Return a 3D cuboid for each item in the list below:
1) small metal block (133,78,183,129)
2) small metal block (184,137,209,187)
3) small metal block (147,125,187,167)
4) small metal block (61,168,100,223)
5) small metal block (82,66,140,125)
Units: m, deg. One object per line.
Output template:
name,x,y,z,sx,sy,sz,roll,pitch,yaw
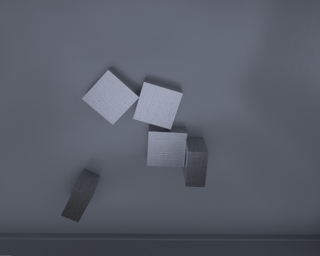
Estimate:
small metal block,-0.003,-0.031,0.400,0.050,0.025,0.050,16,109,-6
small metal block,0.046,0.044,0.415,0.025,0.050,0.050,2,110,-1
small metal block,0.009,0.025,0.421,0.050,0.025,0.050,3,110,-2
small metal block,-0.109,0.093,0.431,0.025,0.050,0.050,27,108,-10
small metal block,-0.061,-0.041,0.395,0.050,0.025,0.050,42,105,-14
